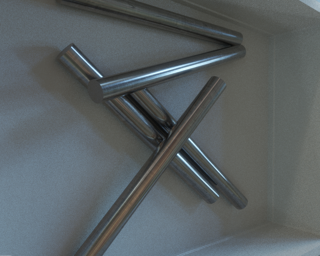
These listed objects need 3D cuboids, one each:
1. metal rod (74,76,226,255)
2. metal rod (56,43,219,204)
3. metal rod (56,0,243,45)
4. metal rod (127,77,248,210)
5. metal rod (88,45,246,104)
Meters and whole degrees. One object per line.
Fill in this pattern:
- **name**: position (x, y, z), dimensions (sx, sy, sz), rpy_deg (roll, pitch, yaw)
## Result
- **metal rod**: position (-0.009, 0.051, 0.374), dimensions (0.300, 0.025, 0.025), rpy_deg (-52, 121, -18)
- **metal rod**: position (-0.010, 0.013, 0.399), dimensions (0.300, 0.025, 0.025), rpy_deg (46, 62, -31)
- **metal rod**: position (0.012, -0.144, 0.417), dimensions (0.302, 0.025, 0.025), rpy_deg (-1, 91, -40)
- **metal rod**: position (0.047, 0.034, 0.448), dimensions (0.300, 0.025, 0.025), rpy_deg (46, 62, -31)
- **metal rod**: position (0.034, -0.082, 0.416), dimensions (0.302, 0.025, 0.025), rpy_deg (-25, 106, -44)
